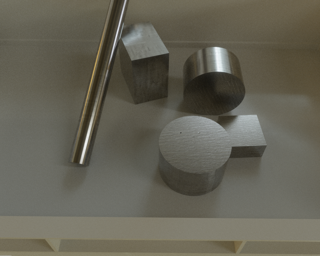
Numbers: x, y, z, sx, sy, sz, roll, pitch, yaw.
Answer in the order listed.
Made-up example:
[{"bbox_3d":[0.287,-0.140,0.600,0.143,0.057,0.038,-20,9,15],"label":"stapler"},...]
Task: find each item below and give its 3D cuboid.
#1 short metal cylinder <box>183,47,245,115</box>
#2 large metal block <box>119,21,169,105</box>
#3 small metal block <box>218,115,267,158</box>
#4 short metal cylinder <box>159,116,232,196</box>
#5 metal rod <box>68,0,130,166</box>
[{"bbox_3d":[0.072,-0.062,0.423,0.081,0.080,0.050,2,50,1],"label":"short metal cylinder"},{"bbox_3d":[-0.025,-0.094,0.448,0.050,0.080,0.080,-15,52,-12],"label":"large metal block"},{"bbox_3d":[0.103,0.011,0.398,0.050,0.025,0.050,-2,50,-2],"label":"small metal block"},{"bbox_3d":[0.039,0.032,0.363,0.081,0.050,0.080,0,50,0],"label":"short metal cylinder"},{"bbox_3d":[-0.070,-0.099,0.407,0.025,0.025,0.299,9,76,7],"label":"metal rod"}]
